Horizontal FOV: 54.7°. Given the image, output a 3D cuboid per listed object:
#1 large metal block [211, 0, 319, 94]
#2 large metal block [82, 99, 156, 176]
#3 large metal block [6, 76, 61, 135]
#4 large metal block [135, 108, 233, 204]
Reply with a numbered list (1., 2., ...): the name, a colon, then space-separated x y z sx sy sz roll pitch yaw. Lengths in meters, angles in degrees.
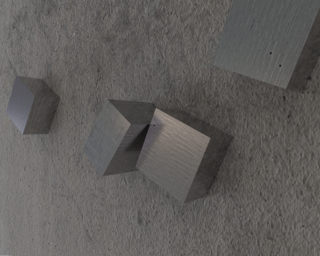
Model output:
1. large metal block: 0.108 -0.086 0.300 0.080 0.050 0.079 28 108 36
2. large metal block: -0.041 0.012 0.403 0.050 0.081 0.080 45 117 30
3. large metal block: -0.243 -0.043 0.590 0.080 0.050 0.079 40 114 33
4. large metal block: 0.027 0.029 0.367 0.080 0.050 0.079 31 109 35
